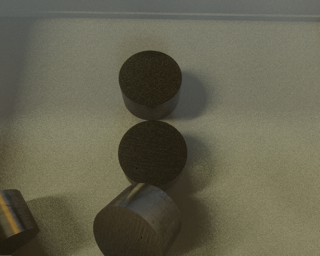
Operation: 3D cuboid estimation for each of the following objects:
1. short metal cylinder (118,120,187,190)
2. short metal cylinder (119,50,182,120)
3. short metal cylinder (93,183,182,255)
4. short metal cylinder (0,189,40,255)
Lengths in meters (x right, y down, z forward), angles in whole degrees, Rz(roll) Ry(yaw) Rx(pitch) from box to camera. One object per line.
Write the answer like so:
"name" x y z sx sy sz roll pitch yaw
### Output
"short metal cylinder" -0.008 0.036 0.383 0.081 0.050 0.080 0 70 0
"short metal cylinder" -0.012 -0.056 0.417 0.081 0.050 0.080 0 70 0
"short metal cylinder" -0.023 0.107 0.333 0.080 0.079 0.050 36 29 11
"short metal cylinder" -0.182 0.111 0.338 0.080 0.080 0.050 -32 74 -11
